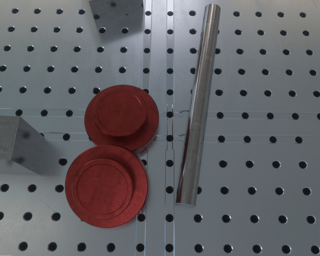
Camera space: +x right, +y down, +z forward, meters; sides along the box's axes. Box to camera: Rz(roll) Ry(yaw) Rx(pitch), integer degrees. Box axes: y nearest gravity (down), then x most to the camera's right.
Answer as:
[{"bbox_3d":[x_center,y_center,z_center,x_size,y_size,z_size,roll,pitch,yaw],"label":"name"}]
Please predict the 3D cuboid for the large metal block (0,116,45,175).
[{"bbox_3d":[-0.196,0.022,0.373,0.080,0.080,0.050,2,70,1],"label":"large metal block"}]

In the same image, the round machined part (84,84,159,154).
[{"bbox_3d":[-0.050,-0.014,0.407,0.099,0.042,0.098,0,70,0],"label":"round machined part"}]

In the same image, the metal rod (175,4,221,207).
[{"bbox_3d":[0.056,-0.045,0.428,0.025,0.025,0.299,9,70,3],"label":"metal rod"}]

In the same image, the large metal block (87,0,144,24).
[{"bbox_3d":[-0.078,-0.219,0.478,0.080,0.050,0.080,-21,71,-8],"label":"large metal block"}]

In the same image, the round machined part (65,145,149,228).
[{"bbox_3d":[-0.063,0.068,0.362,0.099,0.042,0.097,0,88,2],"label":"round machined part"}]
